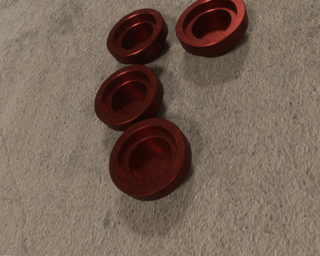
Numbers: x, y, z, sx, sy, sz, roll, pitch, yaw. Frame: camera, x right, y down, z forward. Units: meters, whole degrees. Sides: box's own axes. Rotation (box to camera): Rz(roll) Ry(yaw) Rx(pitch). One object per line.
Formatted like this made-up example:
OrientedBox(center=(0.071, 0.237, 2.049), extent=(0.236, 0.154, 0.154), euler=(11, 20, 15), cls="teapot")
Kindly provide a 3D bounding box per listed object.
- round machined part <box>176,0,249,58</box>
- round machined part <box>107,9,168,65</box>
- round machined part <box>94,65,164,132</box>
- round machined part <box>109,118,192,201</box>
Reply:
OrientedBox(center=(0.076, -0.139, 0.438), extent=(0.098, 0.042, 0.098), euler=(-13, 56, 20), cls="round machined part")
OrientedBox(center=(-0.032, -0.139, 0.493), extent=(0.098, 0.042, 0.098), euler=(-13, 56, 20), cls="round machined part")
OrientedBox(center=(-0.039, -0.038, 0.435), extent=(0.098, 0.042, 0.098), euler=(-13, 56, 20), cls="round machined part")
OrientedBox(center=(-0.008, 0.040, 0.371), extent=(0.098, 0.042, 0.098), euler=(-13, 56, 20), cls="round machined part")
